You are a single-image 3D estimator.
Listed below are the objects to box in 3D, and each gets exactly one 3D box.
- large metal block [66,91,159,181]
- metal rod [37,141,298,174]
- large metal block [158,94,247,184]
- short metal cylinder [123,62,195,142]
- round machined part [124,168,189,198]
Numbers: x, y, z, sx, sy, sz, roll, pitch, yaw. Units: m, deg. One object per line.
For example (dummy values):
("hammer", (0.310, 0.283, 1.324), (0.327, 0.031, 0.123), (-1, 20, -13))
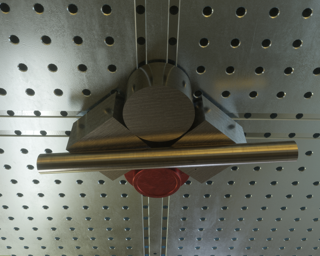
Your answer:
("large metal block", (-0.059, 0.013, 0.401), (0.080, 0.050, 0.080), (-32, 125, 24))
("metal rod", (0.006, 0.035, 0.369), (0.302, 0.025, 0.025), (-3, 130, 3))
("large metal block", (0.054, 0.017, 0.402), (0.080, 0.050, 0.080), (35, 123, -26))
("short metal cylinder", (-0.001, -0.030, 0.365), (0.081, 0.050, 0.079), (0, 130, 0))
("round machined part", (-0.004, 0.065, 0.450), (0.099, 0.042, 0.097), (0, 130, 0))
